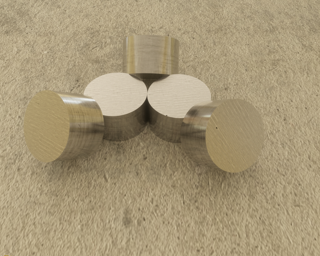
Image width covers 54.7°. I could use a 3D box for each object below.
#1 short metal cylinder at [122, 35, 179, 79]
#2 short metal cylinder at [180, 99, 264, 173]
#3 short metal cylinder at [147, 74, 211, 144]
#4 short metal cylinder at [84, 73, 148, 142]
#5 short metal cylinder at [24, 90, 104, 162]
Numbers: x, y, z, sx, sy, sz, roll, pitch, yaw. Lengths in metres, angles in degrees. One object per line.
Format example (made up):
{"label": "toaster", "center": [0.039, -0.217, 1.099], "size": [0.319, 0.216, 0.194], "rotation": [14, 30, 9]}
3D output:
{"label": "short metal cylinder", "center": [-0.013, -0.098, 0.444], "size": [0.080, 0.080, 0.050], "rotation": [1, 93, 1]}
{"label": "short metal cylinder", "center": [0.071, 0.007, 0.355], "size": [0.081, 0.080, 0.050], "rotation": [-30, 15, -23]}
{"label": "short metal cylinder", "center": [0.024, -0.026, 0.410], "size": [0.080, 0.050, 0.080], "rotation": [0, 50, 0]}
{"label": "short metal cylinder", "center": [-0.056, -0.029, 0.412], "size": [0.080, 0.050, 0.080], "rotation": [0, 50, 0]}
{"label": "short metal cylinder", "center": [-0.112, -0.002, 0.362], "size": [0.080, 0.080, 0.050], "rotation": [39, 20, 28]}
